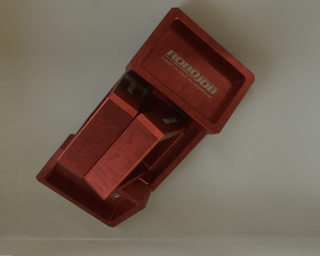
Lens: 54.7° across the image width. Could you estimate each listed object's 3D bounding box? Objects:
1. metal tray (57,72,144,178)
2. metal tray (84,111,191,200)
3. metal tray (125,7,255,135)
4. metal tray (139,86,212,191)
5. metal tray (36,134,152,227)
[{"bbox_3d":[-0.060,-0.012,0.347,0.030,0.130,0.090,39,106,-13],"label":"metal tray"},{"bbox_3d":[-0.018,0.024,0.349,0.030,0.130,0.090,45,105,9],"label":"metal tray"},{"bbox_3d":[0.037,-0.064,0.365,0.130,0.030,0.090,37,80,-13],"label":"metal tray"},{"bbox_3d":[-0.006,0.012,0.411,0.090,0.030,0.130,37,105,-13],"label":"metal tray"},{"bbox_3d":[-0.089,0.075,0.415,0.130,0.030,0.090,38,130,-14],"label":"metal tray"}]
